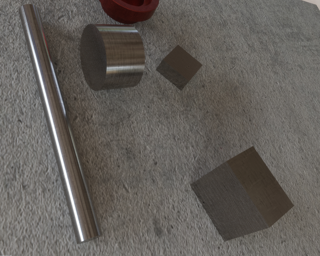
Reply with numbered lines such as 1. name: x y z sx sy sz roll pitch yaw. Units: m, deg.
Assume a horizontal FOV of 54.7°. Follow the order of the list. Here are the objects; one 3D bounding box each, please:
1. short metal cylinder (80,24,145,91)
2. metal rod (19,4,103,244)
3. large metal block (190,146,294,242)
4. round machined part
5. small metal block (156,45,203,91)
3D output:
1. short metal cylinder: -0.062 -0.089 0.391 0.050 0.080 0.080 -11 68 -33
2. metal rod: -0.120 -0.022 0.353 0.025 0.025 0.299 -8 66 -32
3. large metal block: 0.094 0.080 0.372 0.050 0.080 0.080 -22 74 -36
4. round machined part: -0.055 -0.204 0.489 0.099 0.042 0.098 14 56 -21
5. small metal block: 0.030 -0.094 0.479 0.050 0.025 0.050 40 51 -2
